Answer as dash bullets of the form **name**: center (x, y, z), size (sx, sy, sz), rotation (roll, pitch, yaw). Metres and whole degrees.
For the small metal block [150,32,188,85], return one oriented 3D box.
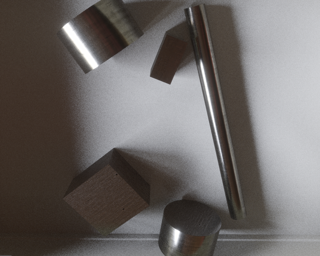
- **small metal block**: center (0.009, -0.084, 0.367), size (0.025, 0.050, 0.050), rotation (21, 109, -8)

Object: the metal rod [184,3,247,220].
- **metal rod**: center (0.078, -0.006, 0.410), size (0.025, 0.025, 0.298), rotation (-14, 110, 5)

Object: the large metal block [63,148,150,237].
- **large metal block**: center (-0.070, 0.089, 0.430), size (0.080, 0.050, 0.080), rotation (-37, 106, 12)

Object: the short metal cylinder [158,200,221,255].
- **short metal cylinder**: center (0.041, 0.145, 0.436), size (0.081, 0.080, 0.050), rotation (8, 110, -4)

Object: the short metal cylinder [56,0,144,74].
- **short metal cylinder**: center (-0.065, -0.103, 0.343), size (0.080, 0.080, 0.050), rotation (-31, 107, 10)
